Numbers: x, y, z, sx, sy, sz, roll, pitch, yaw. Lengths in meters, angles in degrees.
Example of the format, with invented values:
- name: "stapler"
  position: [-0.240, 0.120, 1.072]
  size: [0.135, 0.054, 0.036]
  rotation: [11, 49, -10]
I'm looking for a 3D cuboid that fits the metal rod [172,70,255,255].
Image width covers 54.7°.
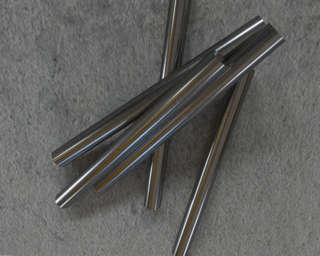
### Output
- name: "metal rod"
  position: [0.068, 0.060, 0.433]
  size: [0.025, 0.025, 0.298]
  rotation: [14, 109, -6]

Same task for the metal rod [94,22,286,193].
- name: "metal rod"
  position: [0.016, -0.007, 0.373]
  size: [0.025, 0.025, 0.299]
  rotation: [41, 117, -14]

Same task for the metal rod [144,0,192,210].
- name: "metal rod"
  position: [0.007, -0.026, 0.400]
  size: [0.025, 0.025, 0.298]
  rotation: [7, 110, -3]

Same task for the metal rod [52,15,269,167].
- name: "metal rod"
  position: [-0.012, -0.034, 0.372]
  size: [0.300, 0.025, 0.025]
  rotation: [-31, 108, 16]

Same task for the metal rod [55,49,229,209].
- name: "metal rod"
  position: [-0.039, 0.017, 0.381]
  size: [0.025, 0.025, 0.299]
  rotation: [42, 117, -14]
